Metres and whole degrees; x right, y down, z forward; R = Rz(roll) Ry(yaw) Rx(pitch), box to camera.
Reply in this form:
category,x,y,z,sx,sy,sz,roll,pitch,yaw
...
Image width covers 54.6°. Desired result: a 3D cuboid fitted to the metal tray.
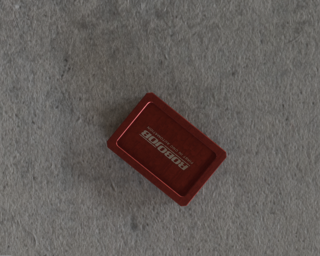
category,x,y,z,sx,sy,sz,roll,pitch,yaw
metal tray,0.009,0.027,0.407,0.130,0.030,0.090,39,90,0
